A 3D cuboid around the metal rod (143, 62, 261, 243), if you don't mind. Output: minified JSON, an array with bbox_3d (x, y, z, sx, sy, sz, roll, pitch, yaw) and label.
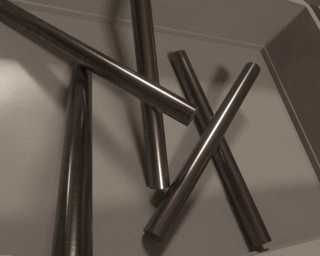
[{"bbox_3d":[0.069,0.012,0.409,0.025,0.025,0.301,38,59,-3],"label":"metal rod"}]

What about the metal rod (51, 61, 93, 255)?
[{"bbox_3d":[-0.078,-0.001,0.296,0.025,0.025,0.300,13,34,-22],"label":"metal rod"}]

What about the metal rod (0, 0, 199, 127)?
[{"bbox_3d":[-0.092,-0.087,0.360,0.301,0.025,0.025,30,50,11],"label":"metal rod"}]

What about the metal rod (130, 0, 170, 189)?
[{"bbox_3d":[-0.016,-0.078,0.370,0.025,0.025,0.298,-5,88,-31],"label":"metal rod"}]

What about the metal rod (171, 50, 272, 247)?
[{"bbox_3d":[0.079,0.014,0.441,0.025,0.025,0.299,-7,65,-32],"label":"metal rod"}]
